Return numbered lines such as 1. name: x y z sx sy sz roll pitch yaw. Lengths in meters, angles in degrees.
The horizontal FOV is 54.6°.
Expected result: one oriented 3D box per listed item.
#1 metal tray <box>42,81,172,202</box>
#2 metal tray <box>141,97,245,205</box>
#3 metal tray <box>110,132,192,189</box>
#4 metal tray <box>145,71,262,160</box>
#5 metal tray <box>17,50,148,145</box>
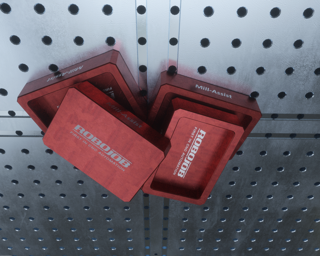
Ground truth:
1. metal tray: -0.064 0.017 0.369 0.130 0.030 0.090 36 116 -1
2. metal tray: 0.037 0.034 0.397 0.091 0.030 0.129 16 117 -13
3. metal tray: -0.019 0.050 0.450 0.131 0.030 0.089 20 127 -17
4. metal tray: 0.050 -0.011 0.397 0.131 0.030 0.089 15 128 -12
5. metal tray: -0.092 -0.030 0.381 0.130 0.030 0.090 -17 128 14
